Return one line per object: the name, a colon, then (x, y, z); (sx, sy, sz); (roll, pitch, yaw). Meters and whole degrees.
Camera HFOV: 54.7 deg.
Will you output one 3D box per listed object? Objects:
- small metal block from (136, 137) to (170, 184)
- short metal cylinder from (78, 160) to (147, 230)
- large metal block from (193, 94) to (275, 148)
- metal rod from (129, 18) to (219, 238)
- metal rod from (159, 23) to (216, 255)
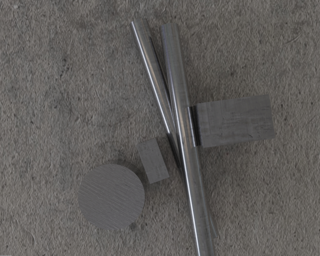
small metal block: (-0.009, 0.040, 0.398); (0.025, 0.050, 0.050); (-20, 90, 0)
short metal cylinder: (-0.058, 0.083, 0.397); (0.081, 0.050, 0.080); (0, 90, 0)
large metal block: (0.085, -0.008, 0.383); (0.080, 0.080, 0.050); (-8, 90, 0)
metal rod: (0.019, 0.002, 0.410); (0.025, 0.025, 0.299); (-18, 90, 0)
metal rod: (0.034, 0.018, 0.386); (0.025, 0.025, 0.298); (-9, 87, 0)
